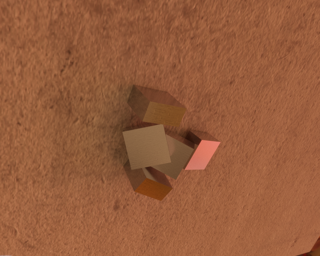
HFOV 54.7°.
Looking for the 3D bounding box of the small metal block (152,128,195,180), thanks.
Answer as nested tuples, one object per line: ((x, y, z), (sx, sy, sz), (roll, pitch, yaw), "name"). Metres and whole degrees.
((0.013, 0.034, 0.420), (0.050, 0.025, 0.050), (28, 106, 1), "small metal block")

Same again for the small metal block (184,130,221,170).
((0.054, 0.033, 0.451), (0.050, 0.025, 0.050), (8, 115, -49), "small metal block")

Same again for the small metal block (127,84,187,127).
((-0.005, -0.027, 0.373), (0.050, 0.050, 0.025), (8, 114, -32), "small metal block")

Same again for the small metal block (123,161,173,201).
((-0.017, 0.067, 0.423), (0.050, 0.050, 0.025), (30, 107, -38), "small metal block")

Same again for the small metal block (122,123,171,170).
((-0.016, 0.021, 0.391), (0.050, 0.025, 0.050), (-11, 102, 2), "small metal block")
